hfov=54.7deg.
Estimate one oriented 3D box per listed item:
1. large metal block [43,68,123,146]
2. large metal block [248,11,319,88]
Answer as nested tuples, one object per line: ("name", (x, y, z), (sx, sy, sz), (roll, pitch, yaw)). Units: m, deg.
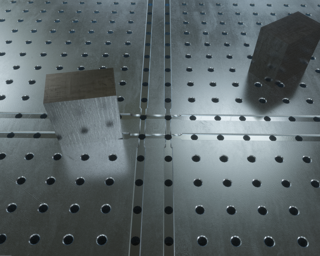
("large metal block", (-0.093, -0.025, 0.392), (0.081, 0.080, 0.050), (-7, 51, -7))
("large metal block", (0.192, -0.120, 0.475), (0.081, 0.080, 0.050), (-27, 56, -21))
